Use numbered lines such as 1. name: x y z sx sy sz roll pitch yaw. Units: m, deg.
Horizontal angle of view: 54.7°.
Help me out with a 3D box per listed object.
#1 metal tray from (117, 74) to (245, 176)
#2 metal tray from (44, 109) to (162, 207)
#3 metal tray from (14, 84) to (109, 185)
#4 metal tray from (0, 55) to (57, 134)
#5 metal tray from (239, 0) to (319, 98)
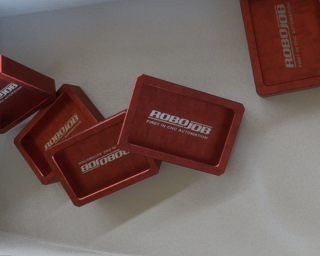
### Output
1. metal tray: 0.024 -0.004 0.370 0.131 0.030 0.089 16 96 -8
2. metal tray: -0.075 0.040 0.412 0.130 0.030 0.090 -25 100 12
3. metal tray: -0.147 0.010 0.459 0.130 0.030 0.090 -43 77 15
4. metal tray: -0.223 -0.040 0.432 0.130 0.090 0.030 -27 62 24
5. metal tray: 0.147 -0.107 0.355 0.090 0.030 0.129 -10 87 19
